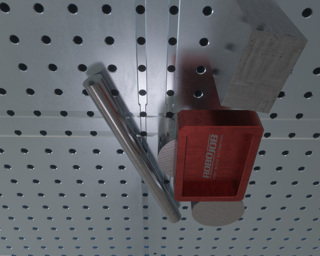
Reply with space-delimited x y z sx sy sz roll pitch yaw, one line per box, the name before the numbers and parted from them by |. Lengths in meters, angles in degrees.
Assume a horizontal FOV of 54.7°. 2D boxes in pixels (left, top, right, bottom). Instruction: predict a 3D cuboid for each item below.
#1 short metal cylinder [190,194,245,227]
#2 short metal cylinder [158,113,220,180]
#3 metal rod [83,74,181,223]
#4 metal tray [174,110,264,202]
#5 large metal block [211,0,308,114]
short metal cylinder | 0.089 0.112 0.492 0.081 0.050 0.079 0 130 0
short metal cylinder | 0.037 0.024 0.416 0.081 0.050 0.079 0 130 0
metal rod | -0.027 0.050 0.454 0.025 0.025 0.299 -16 129 13
metal tray | 0.064 0.038 0.375 0.091 0.030 0.129 0 130 -1
large metal block | 0.093 -0.074 0.314 0.050 0.080 0.079 9 130 -8
